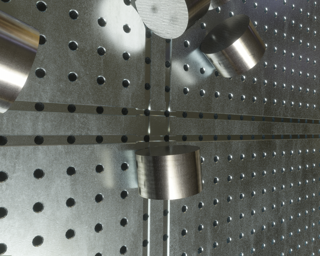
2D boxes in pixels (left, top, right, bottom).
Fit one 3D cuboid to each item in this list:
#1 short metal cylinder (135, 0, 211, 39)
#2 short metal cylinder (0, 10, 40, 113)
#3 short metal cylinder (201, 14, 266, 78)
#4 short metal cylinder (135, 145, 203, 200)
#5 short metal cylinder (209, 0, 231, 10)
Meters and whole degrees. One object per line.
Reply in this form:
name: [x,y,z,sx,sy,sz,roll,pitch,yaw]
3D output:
short metal cylinder: [0.016,-0.160,0.386,0.050,0.080,0.080,-47,118,-30]
short metal cylinder: [-0.142,-0.058,0.254,0.050,0.080,0.080,23,75,-38]
short metal cylinder: [0.109,-0.122,0.464,0.050,0.080,0.080,44,64,-31]
short metal cylinder: [0.011,0.052,0.382,0.081,0.080,0.050,-8,96,-40]
short metal cylinder: [0.082,-0.215,0.441,0.050,0.080,0.080,48,62,-30]
